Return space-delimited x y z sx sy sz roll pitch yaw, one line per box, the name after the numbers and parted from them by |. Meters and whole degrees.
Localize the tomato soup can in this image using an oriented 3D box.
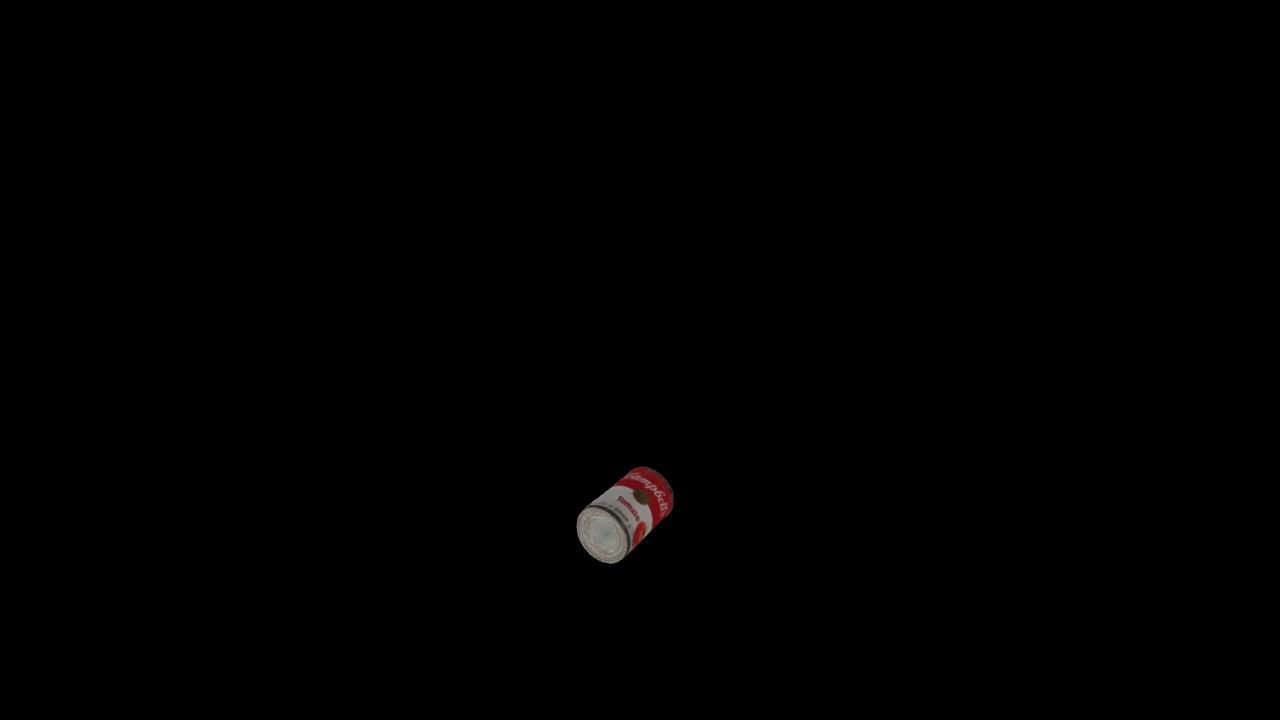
-0.016 0.170 0.681 0.068 0.068 0.101 0 16 33 | tomato soup can
